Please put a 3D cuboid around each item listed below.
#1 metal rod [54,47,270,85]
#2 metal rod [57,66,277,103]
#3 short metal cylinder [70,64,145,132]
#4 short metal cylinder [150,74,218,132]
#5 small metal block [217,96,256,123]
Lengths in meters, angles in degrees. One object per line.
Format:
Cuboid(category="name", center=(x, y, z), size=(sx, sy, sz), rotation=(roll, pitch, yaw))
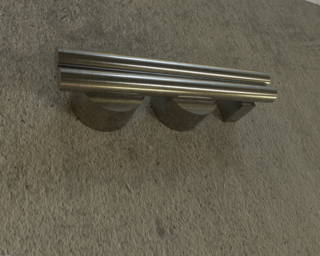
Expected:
Cuboid(category="metal rod", center=(0.024, -0.073, 0.397), size=(0.303, 0.025, 0.025), rotation=(0, 62, -28))
Cuboid(category="metal rod", center=(0.030, -0.050, 0.387), size=(0.303, 0.025, 0.025), rotation=(0, 62, -28))
Cuboid(category="short metal cylinder", center=(-0.064, -0.042, 0.379), size=(0.081, 0.050, 0.080), rotation=(14, 56, -21))
Cuboid(category="short metal cylinder", center=(0.033, -0.041, 0.432), size=(0.081, 0.050, 0.080), rotation=(14, 56, -21))
Cuboid(category="small metal block", center=(0.113, -0.042, 0.477), size=(0.025, 0.050, 0.050), rotation=(-1, 62, -29))
